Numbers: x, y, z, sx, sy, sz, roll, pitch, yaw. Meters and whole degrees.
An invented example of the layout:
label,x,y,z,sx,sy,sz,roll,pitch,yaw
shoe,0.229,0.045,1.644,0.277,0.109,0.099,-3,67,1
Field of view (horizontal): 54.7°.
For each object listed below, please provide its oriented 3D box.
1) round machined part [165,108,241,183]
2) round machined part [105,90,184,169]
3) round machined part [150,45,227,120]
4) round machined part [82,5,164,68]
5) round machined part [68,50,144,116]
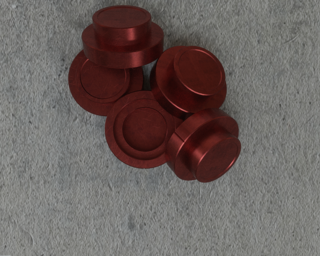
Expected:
label,x,y,z,sx,sy,sz,roll,pitch,yaw
round machined part,0.059,0.028,0.376,0.098,0.098,0.042,-43,50,0
round machined part,-0.019,0.002,0.402,0.099,0.042,0.097,0,90,-1
round machined part,0.040,-0.061,0.381,0.099,0.042,0.098,9,65,-19
round machined part,-0.044,-0.115,0.373,0.099,0.098,0.042,1,132,-1
round machined part,-0.070,-0.064,0.403,0.099,0.042,0.097,0,90,-1
